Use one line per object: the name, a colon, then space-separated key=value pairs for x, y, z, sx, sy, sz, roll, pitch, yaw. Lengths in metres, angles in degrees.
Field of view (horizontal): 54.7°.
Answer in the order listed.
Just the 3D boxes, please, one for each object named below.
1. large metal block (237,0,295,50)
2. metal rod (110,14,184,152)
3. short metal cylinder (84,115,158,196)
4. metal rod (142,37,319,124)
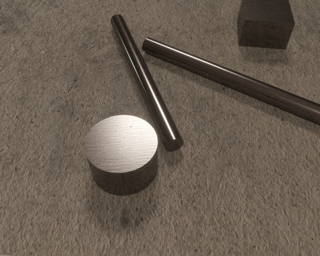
large metal block: x=0.183 y=-0.186 z=0.546 sx=0.080 sy=0.050 sz=0.080 roll=6 pitch=50 yaw=4
metal rod: x=-0.030 y=-0.087 z=0.476 sx=0.025 sy=0.025 sz=0.299 roll=-14 pitch=52 yaw=-12
short metal cylinder: x=-0.043 y=0.031 z=0.360 sx=0.081 sy=0.050 sz=0.080 roll=0 pitch=50 yaw=0
metal rod: x=0.103 y=-0.077 z=0.468 sx=0.301 sy=0.025 sz=0.025 roll=27 pitch=55 yaw=20
